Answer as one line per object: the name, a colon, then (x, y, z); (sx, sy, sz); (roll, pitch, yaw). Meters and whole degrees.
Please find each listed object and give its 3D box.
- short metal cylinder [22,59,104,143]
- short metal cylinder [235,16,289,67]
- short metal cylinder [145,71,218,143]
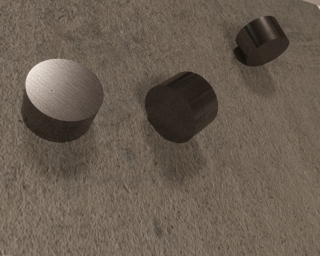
short metal cylinder: (-0.110, -0.030, 0.348); (0.081, 0.050, 0.080); (14, 56, -21)
short metal cylinder: (0.187, -0.158, 0.568); (0.081, 0.080, 0.050); (-6, 65, -31)
short metal cylinder: (0.027, -0.027, 0.401); (0.080, 0.080, 0.050); (50, 51, 6)
